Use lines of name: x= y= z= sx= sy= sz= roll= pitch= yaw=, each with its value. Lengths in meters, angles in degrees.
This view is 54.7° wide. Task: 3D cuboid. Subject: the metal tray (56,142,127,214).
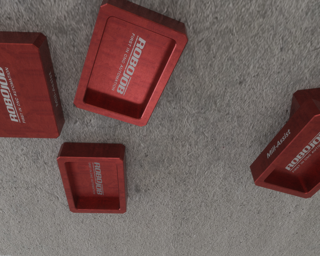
metal tray: x=-0.097 y=0.079 z=0.470 sx=0.091 sy=0.030 sz=0.129 roll=1 pitch=130 yaw=-2

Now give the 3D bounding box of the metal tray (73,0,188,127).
metal tray: x=-0.036 y=-0.067 z=0.345 sx=0.091 sy=0.030 sz=0.129 roll=17 pitch=128 yaw=-14

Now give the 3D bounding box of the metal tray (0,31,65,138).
metal tray: x=-0.171 y=-0.046 z=0.363 sx=0.091 sy=0.030 sz=0.129 roll=1 pitch=130 yaw=-2

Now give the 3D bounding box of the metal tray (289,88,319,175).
metal tray: x=0.220 y=0.006 z=0.411 sx=0.090 sy=0.030 sz=0.129 roll=-6 pitch=130 yaw=5

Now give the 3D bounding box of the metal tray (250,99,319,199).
metal tray: x=0.188 y=0.032 z=0.392 sx=0.091 sy=0.030 sz=0.129 roll=16 pitch=128 yaw=-14
